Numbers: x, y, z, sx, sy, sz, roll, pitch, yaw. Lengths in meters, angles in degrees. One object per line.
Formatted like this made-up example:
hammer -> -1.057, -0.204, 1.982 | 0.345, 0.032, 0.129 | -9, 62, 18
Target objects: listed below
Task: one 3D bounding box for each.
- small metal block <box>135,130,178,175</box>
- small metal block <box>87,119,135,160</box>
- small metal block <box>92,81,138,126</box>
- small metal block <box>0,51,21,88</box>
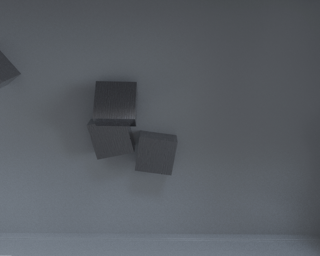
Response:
small metal block -> -0.006, 0.034, 0.424 | 0.050, 0.025, 0.050 | 8, 110, -4
small metal block -> -0.064, 0.010, 0.414 | 0.050, 0.025, 0.050 | -11, 110, 3
small metal block -> -0.054, -0.030, 0.385 | 0.050, 0.025, 0.050 | 1, 70, -1
small metal block -> -0.203, -0.073, 0.368 | 0.025, 0.050, 0.050 | -34, 107, 11
